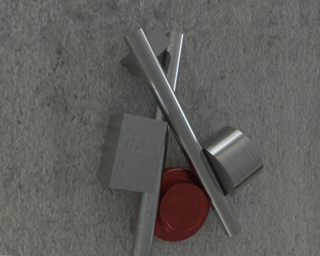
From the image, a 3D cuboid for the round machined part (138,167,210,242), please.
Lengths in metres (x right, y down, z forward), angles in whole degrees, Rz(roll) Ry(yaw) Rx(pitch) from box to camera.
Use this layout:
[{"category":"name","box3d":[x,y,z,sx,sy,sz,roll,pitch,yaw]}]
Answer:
[{"category":"round machined part","box3d":[0.024,0.103,0.412,0.099,0.042,0.097,0,90,-21]}]

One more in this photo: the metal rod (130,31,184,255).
[{"category":"metal rod","box3d":[-0.002,0.020,0.394,0.025,0.025,0.299,13,80,-20]}]

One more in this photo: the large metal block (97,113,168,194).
[{"category":"large metal block","box3d":[-0.036,0.027,0.369,0.050,0.080,0.080,13,86,-20]}]

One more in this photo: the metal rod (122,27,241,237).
[{"category":"metal rod","box3d":[0.037,0.020,0.388,0.025,0.025,0.299,-34,110,-17]}]

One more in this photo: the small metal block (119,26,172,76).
[{"category":"small metal block","box3d":[-0.019,-0.095,0.390,0.050,0.050,0.025,-47,105,-14]}]

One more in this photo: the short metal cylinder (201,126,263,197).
[{"category":"short metal cylinder","box3d":[0.090,0.044,0.416,0.050,0.080,0.080,-34,101,-17]}]
